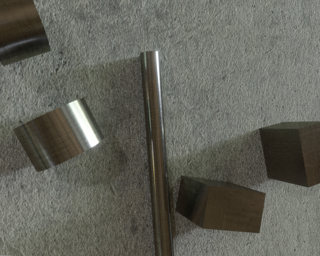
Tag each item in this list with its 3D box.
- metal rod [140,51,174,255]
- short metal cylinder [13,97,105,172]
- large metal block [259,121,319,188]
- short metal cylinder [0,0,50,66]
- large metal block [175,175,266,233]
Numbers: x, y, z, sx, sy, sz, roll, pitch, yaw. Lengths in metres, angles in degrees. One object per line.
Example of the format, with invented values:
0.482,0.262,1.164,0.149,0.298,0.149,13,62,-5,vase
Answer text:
-0.002,0.051,0.408,0.025,0.025,0.298,-5,92,-20,metal rod
-0.109,0.006,0.340,0.080,0.080,0.050,-28,100,-18,short metal cylinder
0.198,0.035,0.453,0.050,0.080,0.080,-13,95,-20,large metal block
-0.156,-0.111,0.322,0.050,0.080,0.080,-25,99,-18,short metal cylinder
0.077,0.098,0.409,0.081,0.080,0.050,11,86,-20,large metal block
